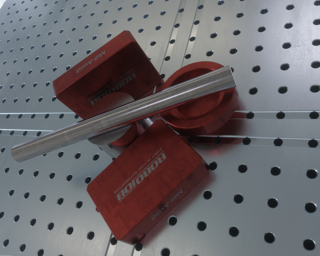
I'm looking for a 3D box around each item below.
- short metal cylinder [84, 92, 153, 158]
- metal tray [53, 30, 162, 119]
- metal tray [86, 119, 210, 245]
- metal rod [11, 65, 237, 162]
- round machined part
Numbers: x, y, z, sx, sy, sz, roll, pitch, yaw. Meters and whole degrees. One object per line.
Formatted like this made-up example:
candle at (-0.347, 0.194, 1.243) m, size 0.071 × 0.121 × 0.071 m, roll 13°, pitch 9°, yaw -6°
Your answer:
short metal cylinder at (-0.056, -0.002, 0.423) m, size 0.080 × 0.050 × 0.080 m, roll -13°, pitch 56°, yaw 21°
metal tray at (-0.073, -0.067, 0.445) m, size 0.130 × 0.090 × 0.030 m, roll -34°, pitch 52°, yaw 6°
metal tray at (-0.017, 0.062, 0.376) m, size 0.130 × 0.030 × 0.090 m, roll -44°, pitch 51°, yaw -2°
metal rod at (-0.057, -0.011, 0.380) m, size 0.301 × 0.025 × 0.025 m, roll -19°, pitch 55°, yaw 17°
round machined part at (0.050, -0.033, 0.391) m, size 0.098 × 0.042 × 0.098 m, roll -13°, pitch 56°, yaw 21°
